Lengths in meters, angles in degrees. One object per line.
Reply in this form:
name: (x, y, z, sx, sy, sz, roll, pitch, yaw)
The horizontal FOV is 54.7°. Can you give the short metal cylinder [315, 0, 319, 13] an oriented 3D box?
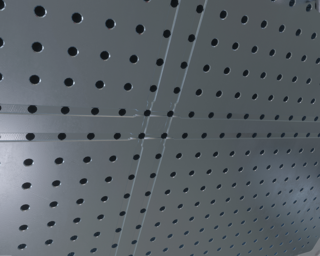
short metal cylinder: (0.241, -0.185, 0.393, 0.080, 0.080, 0.050, -30, 129, -9)
